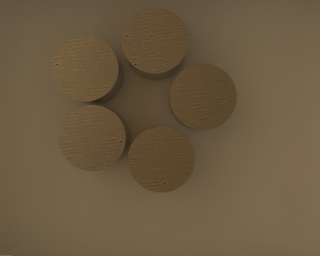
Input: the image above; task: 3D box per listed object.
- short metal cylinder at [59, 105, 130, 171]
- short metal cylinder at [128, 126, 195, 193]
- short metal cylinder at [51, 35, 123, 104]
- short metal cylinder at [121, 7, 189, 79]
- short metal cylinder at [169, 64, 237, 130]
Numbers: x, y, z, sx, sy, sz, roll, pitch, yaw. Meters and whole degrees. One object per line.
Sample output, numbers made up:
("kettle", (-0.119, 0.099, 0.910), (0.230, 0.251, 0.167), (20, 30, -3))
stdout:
("short metal cylinder", (-0.081, 0.012, 0.396), (0.081, 0.050, 0.080), (0, 90, 0))
("short metal cylinder", (0.002, 0.038, 0.397), (0.081, 0.050, 0.080), (0, 90, 0))
("short metal cylinder", (-0.090, -0.071, 0.396), (0.081, 0.050, 0.080), (0, 90, 0))
("short metal cylinder", (-0.006, -0.105, 0.397), (0.081, 0.050, 0.080), (0, 90, 0))
("short metal cylinder", (0.052, -0.038, 0.397), (0.081, 0.050, 0.080), (0, 90, 0))
